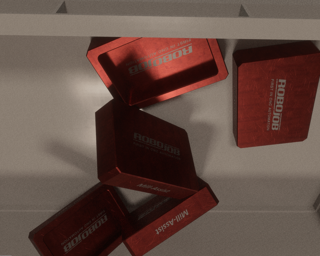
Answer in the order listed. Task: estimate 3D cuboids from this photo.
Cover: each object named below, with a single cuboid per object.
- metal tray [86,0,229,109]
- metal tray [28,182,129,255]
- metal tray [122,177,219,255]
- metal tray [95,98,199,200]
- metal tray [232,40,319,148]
[{"bbox_3d":[-0.001,-0.076,0.340,0.130,0.030,0.090,-18,128,14],"label":"metal tray"},{"bbox_3d":[-0.108,0.150,0.452,0.030,0.131,0.090,-19,103,54],"label":"metal tray"},{"bbox_3d":[0.010,0.117,0.435,0.131,0.090,0.030,-32,95,-6],"label":"metal tray"},{"bbox_3d":[-0.012,0.029,0.364,0.030,0.090,0.131,-32,142,33],"label":"metal tray"},{"bbox_3d":[0.137,-0.035,0.378,0.090,0.030,0.129,-7,130,5],"label":"metal tray"}]
